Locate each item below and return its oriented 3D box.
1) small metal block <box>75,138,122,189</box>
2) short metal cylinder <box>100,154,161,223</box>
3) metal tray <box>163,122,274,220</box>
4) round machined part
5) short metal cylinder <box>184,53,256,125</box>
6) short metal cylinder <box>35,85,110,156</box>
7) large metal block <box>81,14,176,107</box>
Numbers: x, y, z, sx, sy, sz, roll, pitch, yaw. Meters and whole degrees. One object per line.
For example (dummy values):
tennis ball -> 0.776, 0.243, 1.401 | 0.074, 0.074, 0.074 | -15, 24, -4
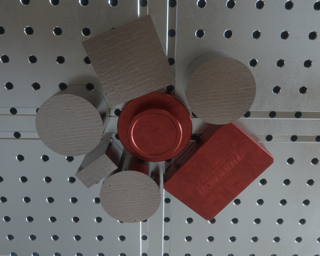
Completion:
small metal block -> -0.080, 0.047, 0.415 | 0.050, 0.050, 0.025 | -35, 106, 12
short metal cylinder -> -0.039, 0.083, 0.429 | 0.081, 0.050, 0.079 | 0, 110, 0
metal tray -> 0.078, 0.057, 0.431 | 0.090, 0.030, 0.130 | 39, 105, -13
round machined part -> -0.007, 0.001, 0.404 | 0.099, 0.042, 0.097 | 0, 110, 0
short metal cylinder -> 0.071, -0.050, 0.381 | 0.081, 0.050, 0.079 | 0, 110, 0
short metal cylinder -> -0.108, -0.011, 0.394 | 0.081, 0.050, 0.079 | 0, 110, 0
large metal block -> -0.034, -0.081, 0.370 | 0.080, 0.050, 0.080 | -20, 109, 7
